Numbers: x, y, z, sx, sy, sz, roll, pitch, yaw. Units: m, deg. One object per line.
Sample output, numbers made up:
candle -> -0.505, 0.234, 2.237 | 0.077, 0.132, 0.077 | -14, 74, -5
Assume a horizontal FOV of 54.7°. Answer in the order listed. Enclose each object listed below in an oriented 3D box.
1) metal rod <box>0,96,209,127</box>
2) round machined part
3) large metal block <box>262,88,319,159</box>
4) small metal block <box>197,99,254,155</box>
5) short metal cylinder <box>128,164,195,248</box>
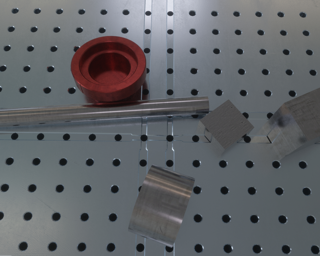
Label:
metal rod -> -0.086, -0.022, 0.418 | 0.302, 0.025, 0.025 | -4, 70, -2
round machined part -> -0.068, -0.076, 0.424 | 0.099, 0.042, 0.098 | 1, 60, -1
large metal block -> 0.188, -0.009, 0.387 | 0.080, 0.080, 0.050 | -23, 72, -8
small metal block -> 0.087, -0.001, 0.413 | 0.050, 0.025, 0.050 | -35, 74, -12
short metal cylinder -> 0.003, 0.087, 0.351 | 0.050, 0.080, 0.080 | 19, 71, 7
